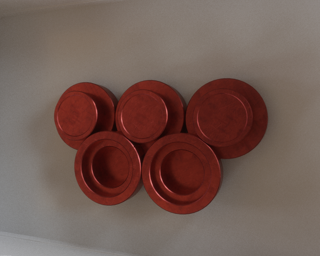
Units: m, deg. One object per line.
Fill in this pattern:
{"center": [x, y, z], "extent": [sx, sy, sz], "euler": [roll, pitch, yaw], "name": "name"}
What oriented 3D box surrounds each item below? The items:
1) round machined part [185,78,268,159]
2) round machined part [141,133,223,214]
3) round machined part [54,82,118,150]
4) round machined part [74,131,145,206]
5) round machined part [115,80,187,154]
{"center": [0.077, -0.011, 0.371], "extent": [0.098, 0.042, 0.097], "euler": [0, 89, 20], "name": "round machined part"}
{"center": [0.030, 0.054, 0.389], "extent": [0.098, 0.042, 0.097], "euler": [0, 90, 20], "name": "round machined part"}
{"center": [-0.108, -0.016, 0.437], "extent": [0.098, 0.042, 0.097], "euler": [0, 89, 19], "name": "round machined part"}
{"center": [-0.063, 0.052, 0.422], "extent": [0.098, 0.042, 0.097], "euler": [0, 90, 20], "name": "round machined part"}
{"center": [-0.016, -0.014, 0.405], "extent": [0.098, 0.042, 0.097], "euler": [0, 89, 20], "name": "round machined part"}
